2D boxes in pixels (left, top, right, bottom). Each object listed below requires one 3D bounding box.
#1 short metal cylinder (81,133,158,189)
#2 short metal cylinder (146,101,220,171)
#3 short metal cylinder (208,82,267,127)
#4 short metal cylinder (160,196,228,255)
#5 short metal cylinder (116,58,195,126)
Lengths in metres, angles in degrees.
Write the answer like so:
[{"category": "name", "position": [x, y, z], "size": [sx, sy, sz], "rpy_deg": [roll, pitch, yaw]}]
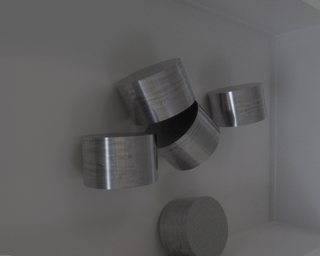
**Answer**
[{"category": "short metal cylinder", "position": [-0.043, 0.032, 0.335], "size": [0.081, 0.080, 0.050], "rpy_deg": [-4, 93, -40]}, {"category": "short metal cylinder", "position": [0.029, 0.007, 0.395], "size": [0.050, 0.080, 0.080], "rpy_deg": [44, 63, -31]}, {"category": "short metal cylinder", "position": [0.117, -0.036, 0.468], "size": [0.081, 0.080, 0.050], "rpy_deg": [-20, 103, -38]}, {"category": "short metal cylinder", "position": [0.046, 0.134, 0.418], "size": [0.081, 0.050, 0.080], "rpy_deg": [15, 67, -38]}, {"category": "short metal cylinder", "position": [-0.005, -0.044, 0.366], "size": [0.081, 0.080, 0.050], "rpy_deg": [-35, 112, -34]}]
